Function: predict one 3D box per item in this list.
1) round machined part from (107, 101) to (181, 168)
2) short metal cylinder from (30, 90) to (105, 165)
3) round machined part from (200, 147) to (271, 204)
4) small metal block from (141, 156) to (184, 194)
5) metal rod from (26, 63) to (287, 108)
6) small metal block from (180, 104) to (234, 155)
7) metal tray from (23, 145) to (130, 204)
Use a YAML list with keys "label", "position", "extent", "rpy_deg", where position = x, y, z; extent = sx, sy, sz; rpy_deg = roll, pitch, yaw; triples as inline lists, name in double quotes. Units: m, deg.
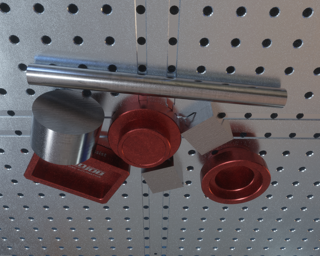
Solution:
- label: "round machined part"
  position: [-0.021, 0.015, 0.413]
  extent: [0.099, 0.042, 0.097]
  rpy_deg: [0, 128, 0]
- label: "short metal cylinder"
  position: [-0.112, -0.002, 0.372]
  extent: [0.081, 0.080, 0.050]
  rpy_deg: [14, 129, -12]
- label: "round machined part"
  position: [0.108, 0.066, 0.458]
  extent: [0.099, 0.042, 0.097]
  rpy_deg: [0, 130, 0]
- label: "small metal block"
  position: [0.004, 0.070, 0.471]
  extent: [0.050, 0.025, 0.050]
  rpy_deg: [-15, 129, 12]
- label: "metal rod"
  position: [0.001, -0.049, 0.369]
  extent: [0.302, 0.025, 0.025]
  rpy_deg: [5, 130, -5]
- label: "small metal block"
  position: [0.062, 0.003, 0.415]
  extent: [0.050, 0.025, 0.050]
  rpy_deg: [-31, 124, 23]
- label: "metal tray"
  position: [-0.120, 0.059, 0.457]
  extent: [0.131, 0.030, 0.089]
  rpy_deg: [24, 126, -19]
